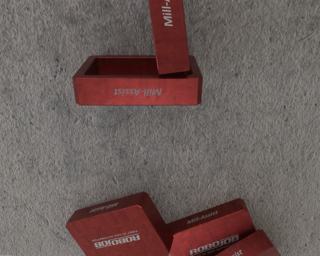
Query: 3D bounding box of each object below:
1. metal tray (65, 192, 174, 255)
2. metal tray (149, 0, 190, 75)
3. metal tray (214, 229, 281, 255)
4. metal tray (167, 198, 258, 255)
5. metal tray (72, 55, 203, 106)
[{"bbox_3d":[-0.058,0.149,0.443,0.130,0.030,0.090,-20,108,23],"label":"metal tray"},{"bbox_3d":[0.006,-0.122,0.318,0.030,0.090,0.129,-7,100,2],"label":"metal tray"},{"bbox_3d":[0.117,0.213,0.464,0.130,0.030,0.090,-34,129,6],"label":"metal tray"},{"bbox_3d":[0.080,0.170,0.470,0.130,0.030,0.090,-22,109,7],"label":"metal tray"},{"bbox_3d":[-0.022,-0.057,0.352,0.131,0.090,0.030,0,117,0],"label":"metal tray"}]
